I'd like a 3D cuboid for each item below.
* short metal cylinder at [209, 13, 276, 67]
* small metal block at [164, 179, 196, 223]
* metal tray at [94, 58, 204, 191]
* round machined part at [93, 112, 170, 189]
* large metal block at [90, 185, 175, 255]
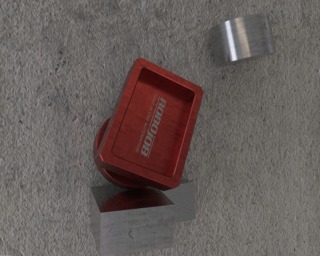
[{"bbox_3d":[0.111,-0.117,0.421,0.081,0.080,0.050,-14,95,-20],"label":"short metal cylinder"},{"bbox_3d":[0.019,0.099,0.416,0.050,0.025,0.050,-4,92,-20],"label":"small metal block"},{"bbox_3d":[-0.008,-0.005,0.352,0.090,0.030,0.130,24,65,-15],"label":"metal tray"},{"bbox_3d":[-0.028,0.023,0.376,0.099,0.042,0.098,7,70,-21],"label":"round machined part"},{"bbox_3d":[-0.036,0.103,0.364,0.081,0.080,0.050,-1,99,-20],"label":"large metal block"}]
